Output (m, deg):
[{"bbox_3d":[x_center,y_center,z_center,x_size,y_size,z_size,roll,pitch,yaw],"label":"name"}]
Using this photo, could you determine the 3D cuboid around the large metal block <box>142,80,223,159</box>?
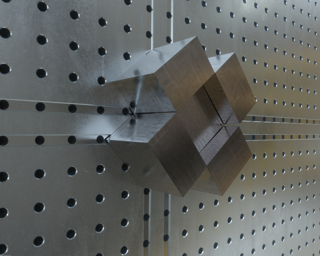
[{"bbox_3d":[0.027,-0.011,0.413,0.080,0.050,0.080,-45,116,-28],"label":"large metal block"}]

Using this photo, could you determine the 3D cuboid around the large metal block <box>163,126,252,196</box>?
[{"bbox_3d":[0.066,0.041,0.429,0.080,0.080,0.050,-44,117,-31],"label":"large metal block"}]

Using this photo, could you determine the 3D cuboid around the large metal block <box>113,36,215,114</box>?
[{"bbox_3d":[0.005,-0.062,0.376,0.080,0.080,0.050,-46,118,-30],"label":"large metal block"}]

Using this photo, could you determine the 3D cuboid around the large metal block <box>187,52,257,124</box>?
[{"bbox_3d":[0.075,-0.052,0.435,0.050,0.080,0.080,-46,118,-30],"label":"large metal block"}]

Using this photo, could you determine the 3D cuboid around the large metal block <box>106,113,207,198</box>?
[{"bbox_3d":[-0.004,0.030,0.368,0.050,0.080,0.080,-46,118,-30],"label":"large metal block"}]
